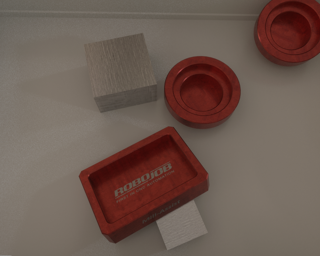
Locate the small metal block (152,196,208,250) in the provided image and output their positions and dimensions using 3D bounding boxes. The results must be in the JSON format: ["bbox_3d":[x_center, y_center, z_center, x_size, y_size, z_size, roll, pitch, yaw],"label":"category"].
[{"bbox_3d":[0.022,0.111,0.369,0.050,0.025,0.050,-21,72,-8],"label":"small metal block"}]

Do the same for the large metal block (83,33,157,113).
[{"bbox_3d":[-0.053,-0.074,0.423,0.081,0.050,0.080,-13,71,-5],"label":"large metal block"}]

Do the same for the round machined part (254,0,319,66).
[{"bbox_3d":[0.184,-0.136,0.444,0.099,0.042,0.097,0,86,2],"label":"round machined part"}]

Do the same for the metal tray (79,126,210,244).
[{"bbox_3d":[-0.019,0.063,0.368,0.131,0.030,0.090,-27,53,-10],"label":"metal tray"}]

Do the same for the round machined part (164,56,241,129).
[{"bbox_3d":[0.055,-0.044,0.417,0.099,0.042,0.098,0,70,-1],"label":"round machined part"}]
